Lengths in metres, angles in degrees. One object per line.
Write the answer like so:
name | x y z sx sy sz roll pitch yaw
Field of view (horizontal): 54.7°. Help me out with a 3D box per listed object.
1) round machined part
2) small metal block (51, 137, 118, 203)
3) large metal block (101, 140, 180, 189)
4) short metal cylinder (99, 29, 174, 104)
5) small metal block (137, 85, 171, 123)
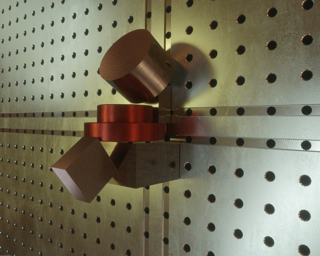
round machined part | -0.043 -0.007 0.381 0.098 0.099 0.042 1 91 39
small metal block | -0.081 0.045 0.339 0.025 0.050 0.050 2 129 39
large metal block | -0.031 0.041 0.396 0.080 0.081 0.050 1 91 39
short metal cylinder | -0.029 -0.078 0.393 0.080 0.050 0.080 -21 49 26
small metal block | -0.013 -0.032 0.417 0.050 0.025 0.050 1 91 39
